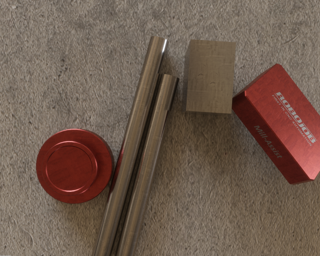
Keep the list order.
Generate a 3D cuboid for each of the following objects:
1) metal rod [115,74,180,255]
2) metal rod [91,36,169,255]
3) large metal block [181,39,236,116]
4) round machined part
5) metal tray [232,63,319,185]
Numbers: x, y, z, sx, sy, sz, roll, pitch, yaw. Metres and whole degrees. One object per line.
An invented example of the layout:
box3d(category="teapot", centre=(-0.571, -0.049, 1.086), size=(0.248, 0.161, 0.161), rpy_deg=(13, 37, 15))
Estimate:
box3d(category="metal rod", centre=(-0.023, 0.077, 0.409), size=(0.025, 0.025, 0.298), rpy_deg=(14, 90, -1))
box3d(category="metal rod", centre=(-0.039, 0.027, 0.409), size=(0.025, 0.025, 0.298), rpy_deg=(15, 90, -1))
box3d(category="large metal block", centre=(0.057, -0.057, 0.383), size=(0.050, 0.080, 0.079), rpy_deg=(4, 90, 0))
box3d(category="round machined part", centre=(-0.111, 0.050, 0.400), size=(0.099, 0.042, 0.097), rpy_deg=(0, 90, -1))
box3d(category="metal tray", centre=(0.157, -0.007, 0.387), size=(0.091, 0.030, 0.130), rpy_deg=(-38, 91, -34))
